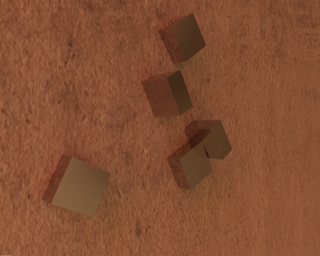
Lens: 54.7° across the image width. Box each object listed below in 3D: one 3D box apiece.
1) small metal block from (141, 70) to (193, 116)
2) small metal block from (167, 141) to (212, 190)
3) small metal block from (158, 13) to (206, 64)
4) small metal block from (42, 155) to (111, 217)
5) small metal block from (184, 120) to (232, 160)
[{"bbox_3d":[0.009,-0.043,0.398,0.025,0.050,0.050,-34,112,-35],"label":"small metal block"},{"bbox_3d":[0.043,0.052,0.444,0.050,0.025,0.050,-34,112,-35],"label":"small metal block"},{"bbox_3d":[0.032,-0.125,0.434,0.050,0.025,0.050,-42,116,-32],"label":"small metal block"},{"bbox_3d":[-0.089,0.062,0.332,0.050,0.025,0.050,32,70,-36],"label":"small metal block"},{"bbox_3d":[0.070,0.016,0.449,0.025,0.050,0.050,-39,114,-34],"label":"small metal block"}]
